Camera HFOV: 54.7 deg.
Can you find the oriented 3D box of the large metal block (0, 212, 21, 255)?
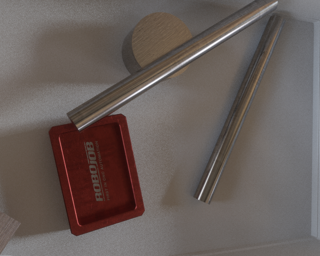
[{"bbox_3d":[-0.202,0.114,0.302,0.080,0.050,0.080,39,41,-16],"label":"large metal block"}]

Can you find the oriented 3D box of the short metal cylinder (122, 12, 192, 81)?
[{"bbox_3d":[-0.004,-0.100,0.397,0.081,0.050,0.079,0,90,-20],"label":"short metal cylinder"}]

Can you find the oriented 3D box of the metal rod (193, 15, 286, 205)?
[{"bbox_3d":[0.120,-0.032,0.456,0.025,0.025,0.299,28,81,-18],"label":"metal rod"}]

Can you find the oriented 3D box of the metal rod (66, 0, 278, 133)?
[{"bbox_3d":[0.028,-0.086,0.368,0.302,0.025,0.025,-34,102,-17],"label":"metal rod"}]

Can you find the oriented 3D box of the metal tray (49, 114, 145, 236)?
[{"bbox_3d":[-0.077,0.054,0.380,0.091,0.030,0.129,-13,94,-20],"label":"metal tray"}]
